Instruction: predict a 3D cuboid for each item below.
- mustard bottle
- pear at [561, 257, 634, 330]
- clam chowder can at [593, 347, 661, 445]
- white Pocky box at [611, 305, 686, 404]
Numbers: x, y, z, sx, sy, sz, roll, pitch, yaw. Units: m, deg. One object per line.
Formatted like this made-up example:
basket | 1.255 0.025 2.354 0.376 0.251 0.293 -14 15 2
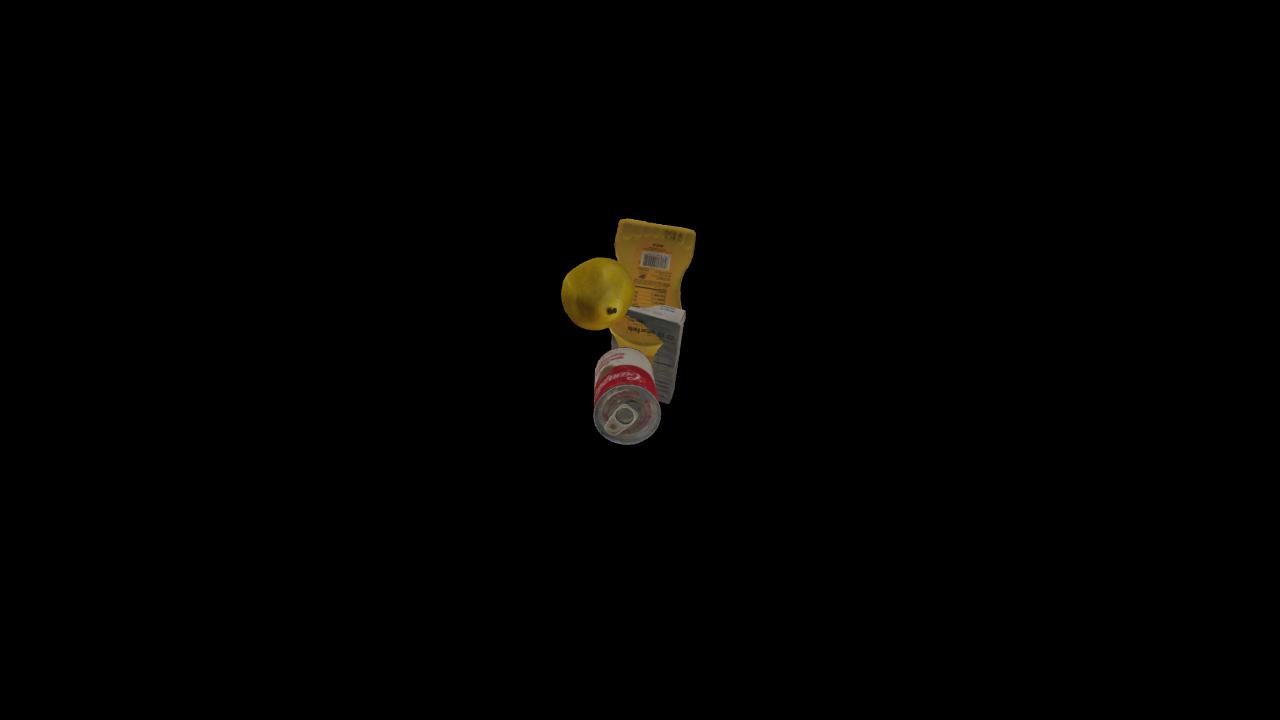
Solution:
mustard bottle | 0.006 -0.064 0.709 0.092 0.184 0.054 6 11 -15
pear | -0.042 -0.059 0.639 0.080 0.080 0.111 0 30 -8
clam chowder can | -0.015 0.035 0.652 0.068 0.068 0.102 0 24 -3
white Pocky box | 0.007 -0.010 0.744 0.084 0.028 0.154 16 -39 9
